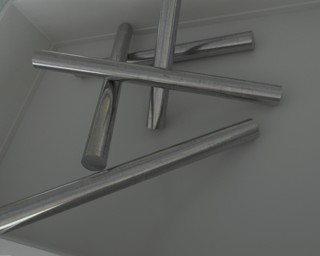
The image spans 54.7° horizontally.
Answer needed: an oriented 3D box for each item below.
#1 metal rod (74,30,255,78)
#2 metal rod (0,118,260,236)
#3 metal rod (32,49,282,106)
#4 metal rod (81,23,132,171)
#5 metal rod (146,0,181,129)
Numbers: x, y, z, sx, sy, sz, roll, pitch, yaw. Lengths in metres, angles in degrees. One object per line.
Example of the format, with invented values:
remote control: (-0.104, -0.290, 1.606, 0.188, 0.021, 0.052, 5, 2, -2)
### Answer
metal rod: (-0.011, -0.109, 0.478, 0.300, 0.025, 0.025, -3, 60, 26)
metal rod: (-0.033, 0.047, 0.316, 0.302, 0.025, 0.025, -19, 50, -14)
metal rod: (-0.010, -0.063, 0.378, 0.301, 0.025, 0.025, 10, 65, 7)
metal rod: (-0.062, -0.066, 0.417, 0.025, 0.025, 0.300, -19, 39, 17)
metal rod: (0.012, -0.146, 0.389, 0.025, 0.025, 0.298, 14, 101, 34)
